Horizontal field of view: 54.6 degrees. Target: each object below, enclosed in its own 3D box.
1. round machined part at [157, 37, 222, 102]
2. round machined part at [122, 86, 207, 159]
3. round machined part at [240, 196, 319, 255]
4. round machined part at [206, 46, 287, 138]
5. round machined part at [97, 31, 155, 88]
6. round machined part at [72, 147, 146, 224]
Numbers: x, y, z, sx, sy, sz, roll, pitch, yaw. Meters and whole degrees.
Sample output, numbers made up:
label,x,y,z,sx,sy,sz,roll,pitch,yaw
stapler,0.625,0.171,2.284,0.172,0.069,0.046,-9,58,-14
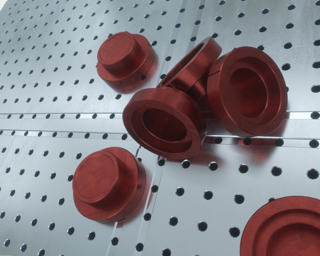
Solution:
label,x,y,z,sx,sy,sz,roll,pitch,yaw
round machined part,0.042,-0.066,0.396,0.098,0.042,0.098,-43,12,12
round machined part,0.009,-0.010,0.367,0.098,0.098,0.042,4,47,30
round machined part,0.122,0.112,0.265,0.098,0.042,0.098,-13,56,21
round machined part,0.092,-0.037,0.347,0.042,0.098,0.098,-17,47,61
round machined part,-0.062,-0.117,0.503,0.098,0.042,0.098,-13,56,21
round machined part,-0.071,0.068,0.394,0.098,0.042,0.098,-13,56,21
